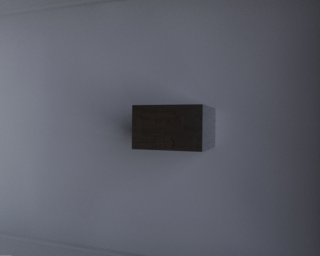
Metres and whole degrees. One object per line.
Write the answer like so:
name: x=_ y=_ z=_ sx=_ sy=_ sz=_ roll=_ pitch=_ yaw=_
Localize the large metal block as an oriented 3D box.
large metal block: x=0.020 y=-0.001 z=0.374 sx=0.080 sy=0.080 sz=0.050 roll=1 pitch=90 yaw=19
